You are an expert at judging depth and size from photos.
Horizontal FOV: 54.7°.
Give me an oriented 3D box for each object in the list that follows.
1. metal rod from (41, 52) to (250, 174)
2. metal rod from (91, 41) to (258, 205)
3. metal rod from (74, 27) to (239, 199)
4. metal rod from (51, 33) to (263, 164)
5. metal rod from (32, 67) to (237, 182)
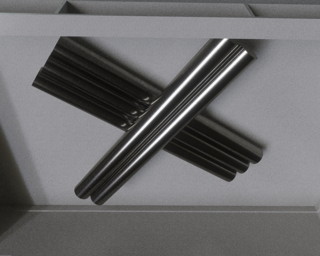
[{"bbox_3d":[-0.002,-0.009,0.399,0.301,0.025,0.025,28,125,-22],"label":"metal rod"},{"bbox_3d":[-0.002,0.013,0.385,0.025,0.025,0.299,30,124,-23],"label":"metal rod"},{"bbox_3d":[-0.023,0.002,0.376,0.025,0.025,0.299,30,124,-23],"label":"metal rod"},{"bbox_3d":[0.014,-0.025,0.386,0.301,0.025,0.025,28,125,-22],"label":"metal rod"},{"bbox_3d":[-0.017,0.005,0.411,0.301,0.025,0.025,28,125,-22],"label":"metal rod"}]
